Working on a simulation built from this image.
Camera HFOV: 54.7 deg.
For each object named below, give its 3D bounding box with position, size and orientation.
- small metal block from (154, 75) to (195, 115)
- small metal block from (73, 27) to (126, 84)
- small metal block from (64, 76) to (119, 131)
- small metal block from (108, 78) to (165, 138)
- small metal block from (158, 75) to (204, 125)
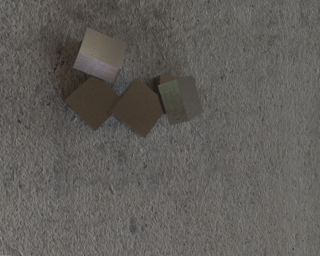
[{"bbox_3d":[0.019,-0.043,0.418,0.050,0.025,0.050,2,89,-21],"label":"small metal block"},{"bbox_3d":[-0.071,-0.087,0.372,0.050,0.025,0.050,20,47,-19],"label":"small metal block"},{"bbox_3d":[-0.081,-0.032,0.380,0.050,0.025,0.050,-47,105,-14],"label":"small metal block"},{"bbox_3d":[-0.026,-0.023,0.374,0.050,0.025,0.050,40,77,-16],"label":"small metal block"},{"bbox_3d":[0.027,-0.035,0.381,0.050,0.025,0.050,-28,103,-58],"label":"small metal block"}]
